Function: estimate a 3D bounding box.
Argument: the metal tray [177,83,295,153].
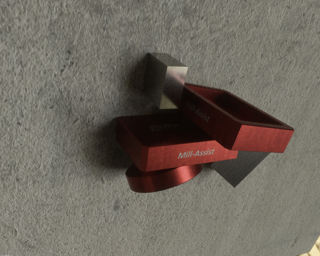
[{"bbox_3d":[0.081,-0.016,0.374,0.091,0.130,0.030,5,113,-31],"label":"metal tray"}]

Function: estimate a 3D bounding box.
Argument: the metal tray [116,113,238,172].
[{"bbox_3d":[0.021,0.012,0.383,0.131,0.090,0.030,-5,114,-27],"label":"metal tray"}]

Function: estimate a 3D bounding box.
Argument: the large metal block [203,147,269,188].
[{"bbox_3d":[0.110,0.033,0.474,0.080,0.050,0.080,-46,130,3],"label":"large metal block"}]

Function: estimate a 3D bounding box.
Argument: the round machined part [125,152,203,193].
[{"bbox_3d":[0.002,0.042,0.396,0.099,0.098,0.042,-20,99,-17],"label":"round machined part"}]

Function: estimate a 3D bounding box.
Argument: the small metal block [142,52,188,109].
[{"bbox_3d":[0.004,-0.056,0.360,0.025,0.050,0.050,-4,120,-27],"label":"small metal block"}]
